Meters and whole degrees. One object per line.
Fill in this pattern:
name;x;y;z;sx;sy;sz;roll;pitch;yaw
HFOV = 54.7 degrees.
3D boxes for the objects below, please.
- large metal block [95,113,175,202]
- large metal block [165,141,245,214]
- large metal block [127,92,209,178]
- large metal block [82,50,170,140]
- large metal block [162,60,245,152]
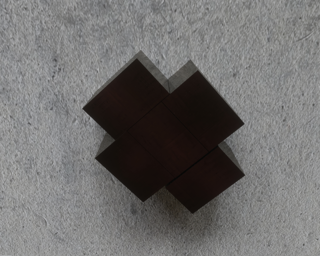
large metal block;-0.029;0.033;0.394;0.050;0.080;0.080;-40;106;13
large metal block;0.053;0.049;0.401;0.080;0.080;0.050;-40;106;13
large metal block;0.009;0.001;0.383;0.050;0.080;0.080;-40;106;13
large metal block;-0.037;-0.042;0.366;0.080;0.080;0.050;-40;106;13
large metal block;0.047;-0.030;0.372;0.050;0.080;0.080;-40;106;13
